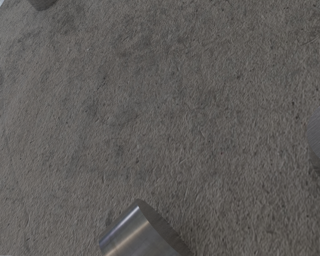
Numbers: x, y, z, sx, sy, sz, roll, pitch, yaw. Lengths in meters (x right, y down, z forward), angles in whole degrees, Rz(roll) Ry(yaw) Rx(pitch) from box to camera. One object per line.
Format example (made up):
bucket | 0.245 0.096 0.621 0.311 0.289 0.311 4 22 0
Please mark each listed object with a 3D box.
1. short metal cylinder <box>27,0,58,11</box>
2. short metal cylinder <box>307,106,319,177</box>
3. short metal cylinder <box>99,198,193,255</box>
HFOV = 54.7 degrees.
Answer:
short metal cylinder | -0.284 -0.327 0.738 0.080 0.050 0.080 -13 56 21
short metal cylinder | 0.181 0.014 0.284 0.080 0.050 0.080 -13 56 21
short metal cylinder | -0.013 0.116 0.304 0.050 0.080 0.080 -44 51 -2
